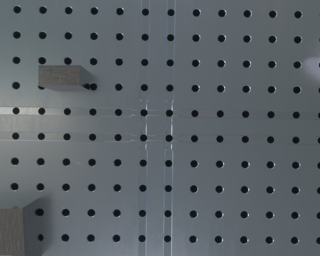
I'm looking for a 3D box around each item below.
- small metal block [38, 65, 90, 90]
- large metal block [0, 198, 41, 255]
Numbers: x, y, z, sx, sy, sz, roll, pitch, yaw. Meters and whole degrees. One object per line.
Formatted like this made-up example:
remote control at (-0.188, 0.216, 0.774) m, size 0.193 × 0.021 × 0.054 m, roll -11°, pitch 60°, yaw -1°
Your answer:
small metal block at (-0.122, -0.064, 0.400) m, size 0.050 × 0.050 × 0.025 m, roll 0°, pitch 90°, yaw 0°
large metal block at (-0.205, 0.138, 0.399) m, size 0.081 × 0.050 × 0.079 m, roll -3°, pitch 90°, yaw 0°
